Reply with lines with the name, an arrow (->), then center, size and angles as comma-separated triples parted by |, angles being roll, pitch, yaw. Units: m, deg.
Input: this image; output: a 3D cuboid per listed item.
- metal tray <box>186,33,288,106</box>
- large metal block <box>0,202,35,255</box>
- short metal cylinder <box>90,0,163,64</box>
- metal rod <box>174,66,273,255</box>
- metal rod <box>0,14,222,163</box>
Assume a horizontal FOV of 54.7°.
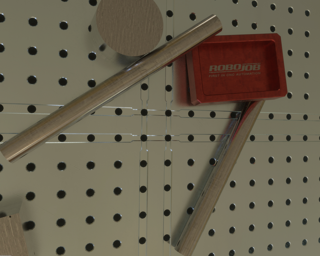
metal tray -> 0.106, -0.082, 0.432 | 0.131, 0.030, 0.089 | -5, 87, -10
large metal block -> -0.183, 0.134, 0.332 | 0.081, 0.050, 0.080 | -12, 94, -20
short metal cylinder -> -0.042, -0.123, 0.383 | 0.081, 0.050, 0.079 | 0, 90, -20
metal rod -> 0.100, 0.041, 0.449 | 0.025, 0.025, 0.299 | 31, 80, -18
metal rod -> -0.050, -0.053, 0.375 | 0.301, 0.025, 0.025 | -34, 101, -10
